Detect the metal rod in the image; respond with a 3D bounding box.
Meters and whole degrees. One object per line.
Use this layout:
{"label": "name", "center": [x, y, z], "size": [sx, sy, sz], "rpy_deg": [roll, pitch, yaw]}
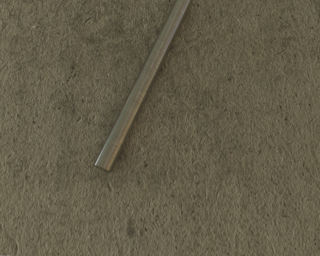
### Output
{"label": "metal rod", "center": [-0.015, -0.079, 0.436], "size": [0.025, 0.025, 0.300], "rpy_deg": [21, 71, 7]}
